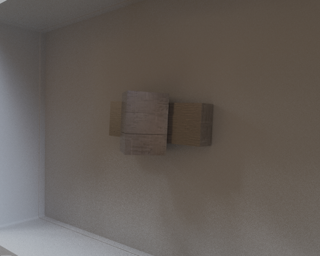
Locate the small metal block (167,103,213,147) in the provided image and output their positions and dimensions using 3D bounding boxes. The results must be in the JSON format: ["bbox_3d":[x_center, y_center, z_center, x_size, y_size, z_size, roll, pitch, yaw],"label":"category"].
[{"bbox_3d":[0.035,-0.005,0.375,0.050,0.025,0.050,4,93,39],"label":"small metal block"}]

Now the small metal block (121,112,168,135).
[{"bbox_3d":[-0.021,-0.006,0.391,0.050,0.050,0.025,-172,84,-76],"label":"small metal block"}]

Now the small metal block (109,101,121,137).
[{"bbox_3d":[-0.045,-0.012,0.440,0.050,0.025,0.050,5,93,39],"label":"small metal block"}]

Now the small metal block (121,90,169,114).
[{"bbox_3d":[-0.020,-0.031,0.389,0.050,0.050,0.025,-169,81,-76],"label":"small metal block"}]

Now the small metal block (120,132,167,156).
[{"bbox_3d":[-0.023,0.019,0.392,0.050,0.050,0.025,-172,84,-76],"label":"small metal block"}]
